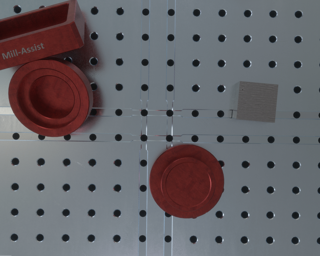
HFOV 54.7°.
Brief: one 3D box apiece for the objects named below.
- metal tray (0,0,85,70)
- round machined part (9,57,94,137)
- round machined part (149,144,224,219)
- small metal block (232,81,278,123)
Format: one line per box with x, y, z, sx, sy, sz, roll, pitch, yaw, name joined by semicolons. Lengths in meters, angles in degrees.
-0.161;-0.114;0.380;0.131;0.090;0.030;-16;130;0;metal tray
-0.134;-0.041;0.394;0.099;0.042;0.097;0;110;1;round machined part
0.035;0.070;0.405;0.099;0.042;0.097;0;90;0;round machined part
0.126;-0.034;0.414;0.050;0.025;0.050;5;90;0;small metal block
